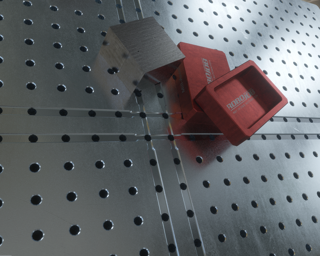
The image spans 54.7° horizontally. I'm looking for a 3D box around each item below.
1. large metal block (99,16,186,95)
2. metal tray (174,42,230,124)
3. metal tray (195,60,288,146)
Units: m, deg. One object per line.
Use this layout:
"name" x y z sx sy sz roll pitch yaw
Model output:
"large metal block" -0.025 -0.105 0.443 0.081 0.050 0.080 -30 78 -38
"metal tray" 0.072 -0.069 0.486 0.091 0.030 0.130 5 59 -26
"metal tray" 0.124 -0.041 0.457 0.131 0.030 0.090 -33 80 -38
